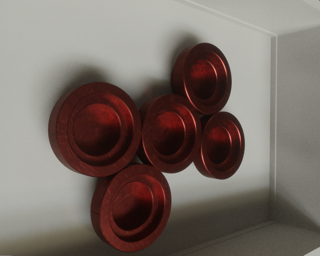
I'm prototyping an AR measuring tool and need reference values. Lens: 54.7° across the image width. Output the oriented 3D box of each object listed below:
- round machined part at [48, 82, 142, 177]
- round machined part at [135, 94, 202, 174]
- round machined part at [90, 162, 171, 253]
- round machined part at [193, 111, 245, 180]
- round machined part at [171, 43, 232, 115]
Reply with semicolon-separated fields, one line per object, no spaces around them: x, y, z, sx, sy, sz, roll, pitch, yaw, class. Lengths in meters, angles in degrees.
-0.072;0.001;0.332;0.099;0.042;0.097;0;90;-40;round machined part
0.005;0.007;0.395;0.099;0.042;0.097;0;90;-40;round machined part
-0.037;0.089;0.361;0.099;0.042;0.097;0;90;-40;round machined part
0.079;0.025;0.458;0.099;0.042;0.097;0;90;-40;round machined part
0.054;-0.067;0.437;0.099;0.042;0.097;0;90;-40;round machined part
